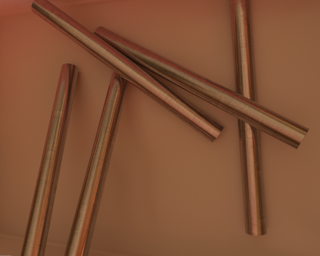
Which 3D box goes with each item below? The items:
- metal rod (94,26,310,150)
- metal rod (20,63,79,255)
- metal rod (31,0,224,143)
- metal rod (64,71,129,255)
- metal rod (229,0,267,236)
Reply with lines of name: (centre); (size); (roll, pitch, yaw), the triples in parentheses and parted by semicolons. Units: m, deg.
metal rod: (0.031, -0.061, 0.381); (0.300, 0.025, 0.025); (32, 100, 24)
metal rod: (-0.140, 0.047, 0.396); (0.025, 0.025, 0.299); (-7, 63, 20)
metal rod: (-0.047, -0.080, 0.405); (0.300, 0.025, 0.025); (37, 102, 8)
metal rod: (-0.077, 0.058, 0.371); (0.025, 0.025, 0.299); (1, 65, 20)
metal rod: (0.105, -0.025, 0.373); (0.025, 0.025, 0.298); (-4, 89, 20)
